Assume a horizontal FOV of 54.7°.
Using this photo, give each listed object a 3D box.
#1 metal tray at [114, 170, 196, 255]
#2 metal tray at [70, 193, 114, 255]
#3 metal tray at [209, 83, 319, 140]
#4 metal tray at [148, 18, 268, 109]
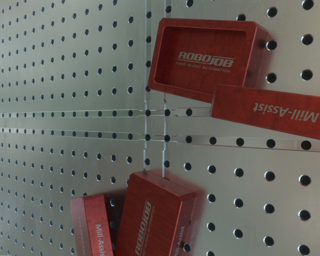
[{"bbox_3d":[-0.010,0.132,0.413,0.090,0.030,0.129,19,102,38],"label":"metal tray"},{"bbox_3d":[-0.103,0.168,0.468,0.090,0.030,0.129,-26,73,59],"label":"metal tray"},{"bbox_3d":[0.121,-0.012,0.265,0.130,0.091,0.030,15,100,38],"label":"metal tray"},{"bbox_3d":[0.049,-0.078,0.363,0.130,0.030,0.089,18,102,38],"label":"metal tray"}]
